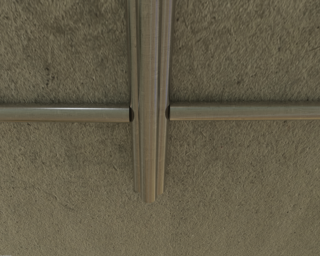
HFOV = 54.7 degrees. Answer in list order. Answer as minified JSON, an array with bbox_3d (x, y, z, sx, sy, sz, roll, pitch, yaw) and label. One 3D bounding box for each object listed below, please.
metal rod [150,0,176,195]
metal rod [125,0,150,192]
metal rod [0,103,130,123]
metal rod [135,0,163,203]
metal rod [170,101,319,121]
[{"bbox_3d":[-0.001,-0.017,0.395,0.025,0.025,0.298,1,130,-1],"label":"metal rod"},{"bbox_3d":[-0.025,-0.022,0.391,0.025,0.025,0.298,1,130,-1],"label":"metal rod"},{"bbox_3d":[-0.189,-0.019,0.389,0.302,0.025,0.025,0,130,-1],"label":"metal rod"},{"bbox_3d":[-0.014,-0.010,0.374,0.025,0.025,0.298,1,130,-1],"label":"metal rod"},{"bbox_3d":[0.163,-0.022,0.392,0.302,0.025,0.025,0,130,-1],"label":"metal rod"}]
